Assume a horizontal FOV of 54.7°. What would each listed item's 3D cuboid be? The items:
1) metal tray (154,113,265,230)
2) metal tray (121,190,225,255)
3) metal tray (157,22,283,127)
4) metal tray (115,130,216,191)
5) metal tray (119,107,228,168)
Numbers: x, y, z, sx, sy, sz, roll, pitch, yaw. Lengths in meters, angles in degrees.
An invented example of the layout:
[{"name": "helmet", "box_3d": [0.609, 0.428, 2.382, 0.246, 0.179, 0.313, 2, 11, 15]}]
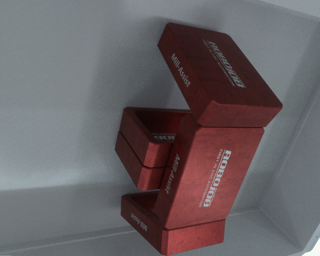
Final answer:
[{"name": "metal tray", "box_3d": [0.052, 0.049, 0.345, 0.091, 0.030, 0.129, 0, 118, -30]}, {"name": "metal tray", "box_3d": [0.012, 0.120, 0.418, 0.091, 0.130, 0.030, 0, 97, -29]}, {"name": "metal tray", "box_3d": [0.060, -0.059, 0.334, 0.091, 0.130, 0.030, 0, 138, -29]}, {"name": "metal tray", "box_3d": [0.018, 0.036, 0.398, 0.131, 0.090, 0.030, 1, 118, -29]}, {"name": "metal tray", "box_3d": [0.026, 0.008, 0.385, 0.131, 0.090, 0.030, 1, 118, -29]}]
